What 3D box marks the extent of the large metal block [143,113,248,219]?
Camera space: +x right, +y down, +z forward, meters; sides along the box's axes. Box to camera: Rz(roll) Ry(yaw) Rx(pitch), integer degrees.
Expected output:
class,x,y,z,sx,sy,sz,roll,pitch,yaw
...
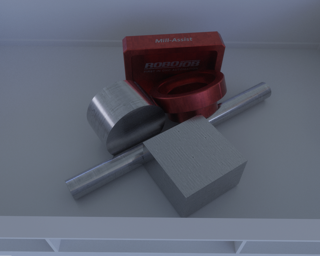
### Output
class,x,y,z,sx,sy,sz,roll,pitch,yaw
large metal block,0.037,0.041,0.351,0.081,0.050,0.080,-26,55,-21

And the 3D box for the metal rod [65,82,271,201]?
class,x,y,z,sx,sy,sz,roll,pitch,yaw
metal rod,0.026,0.007,0.397,0.302,0.025,0.025,-26,55,-21

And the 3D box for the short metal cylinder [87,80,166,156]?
class,x,y,z,sx,sy,sz,roll,pitch,yaw
short metal cylinder,-0.041,-0.011,0.376,0.081,0.080,0.050,-27,55,-21

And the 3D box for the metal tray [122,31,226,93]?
class,x,y,z,sx,sy,sz,roll,pitch,yaw
metal tray,0.017,-0.084,0.430,0.131,0.089,0.030,-5,51,-5

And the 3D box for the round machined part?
class,x,y,z,sx,sy,sz,roll,pitch,yaw
round machined part,0.039,-0.040,0.408,0.098,0.042,0.098,-13,24,6
